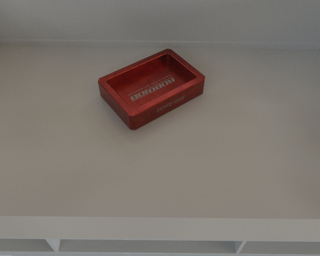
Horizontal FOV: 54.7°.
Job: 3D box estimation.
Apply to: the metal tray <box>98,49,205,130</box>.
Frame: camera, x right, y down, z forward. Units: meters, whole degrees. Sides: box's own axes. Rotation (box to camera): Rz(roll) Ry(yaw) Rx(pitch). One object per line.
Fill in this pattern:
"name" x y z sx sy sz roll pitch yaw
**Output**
"metal tray" -0.011 -0.061 0.452 0.131 0.030 0.090 -29 56 -23
